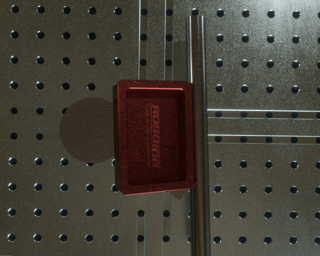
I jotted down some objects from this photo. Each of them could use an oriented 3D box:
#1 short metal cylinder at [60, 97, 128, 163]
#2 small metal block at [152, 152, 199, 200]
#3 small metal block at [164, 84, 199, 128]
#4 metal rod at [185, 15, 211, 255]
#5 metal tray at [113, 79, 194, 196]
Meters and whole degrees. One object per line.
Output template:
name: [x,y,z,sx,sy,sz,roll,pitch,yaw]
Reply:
short metal cylinder: [-0.081,0.003,0.399,0.081,0.050,0.079,0,90,-1]
small metal block: [0.021,0.059,0.413,0.050,0.025,0.050,39,90,-1]
small metal block: [0.031,-0.029,0.414,0.050,0.025,0.050,-15,90,-1]
metal rod: [0.048,0.012,0.389,0.025,0.025,0.298,-1,90,-1]
metal tray: [-0.008,0.010,0.371,0.091,0.030,0.129,-2,90,-20]
